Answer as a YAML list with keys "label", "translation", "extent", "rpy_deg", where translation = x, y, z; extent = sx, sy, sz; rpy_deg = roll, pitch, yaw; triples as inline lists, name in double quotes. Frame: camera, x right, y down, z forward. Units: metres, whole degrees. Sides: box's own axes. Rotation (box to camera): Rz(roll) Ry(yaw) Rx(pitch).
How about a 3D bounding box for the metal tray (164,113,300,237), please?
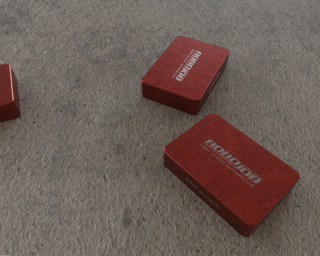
- label: "metal tray"
  translation: [0.079, 0.047, 0.361]
  extent: [0.091, 0.030, 0.130]
  rpy_deg: [-35, 58, -26]

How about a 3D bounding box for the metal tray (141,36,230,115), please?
- label: "metal tray"
  translation: [0.041, -0.085, 0.471]
  extent: [0.090, 0.030, 0.130]
  rpy_deg: [22, 53, 17]

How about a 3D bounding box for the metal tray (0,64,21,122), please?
- label: "metal tray"
  translation: [-0.269, -0.039, 0.431]
  extent: [0.131, 0.030, 0.090]
  rpy_deg: [-16, 52, -13]
